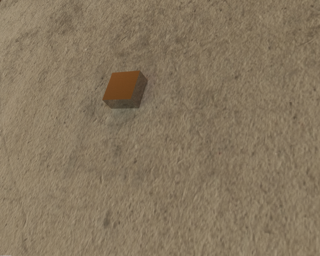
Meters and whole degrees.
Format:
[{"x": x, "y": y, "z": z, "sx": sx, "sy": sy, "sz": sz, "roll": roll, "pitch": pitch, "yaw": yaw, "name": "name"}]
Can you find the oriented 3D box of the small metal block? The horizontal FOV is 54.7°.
[{"x": -0.052, "y": -0.057, "z": 0.464, "sx": 0.050, "sy": 0.025, "sz": 0.050, "roll": 1, "pitch": 62, "yaw": 28, "name": "small metal block"}]
